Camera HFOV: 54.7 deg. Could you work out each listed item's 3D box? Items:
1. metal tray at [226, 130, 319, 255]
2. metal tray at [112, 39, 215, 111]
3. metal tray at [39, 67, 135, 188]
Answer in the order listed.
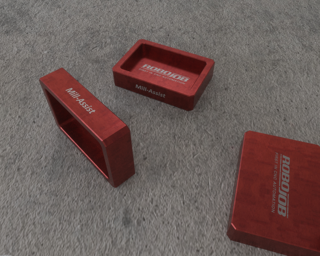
[{"bbox_3d":[0.130,0.068,0.343,0.090,0.030,0.130,13,51,10],"label":"metal tray"},{"bbox_3d":[0.006,-0.084,0.470,0.130,0.030,0.090,21,53,16],"label":"metal tray"},{"bbox_3d":[-0.084,-0.001,0.360,0.030,0.090,0.130,-35,59,-26],"label":"metal tray"}]
